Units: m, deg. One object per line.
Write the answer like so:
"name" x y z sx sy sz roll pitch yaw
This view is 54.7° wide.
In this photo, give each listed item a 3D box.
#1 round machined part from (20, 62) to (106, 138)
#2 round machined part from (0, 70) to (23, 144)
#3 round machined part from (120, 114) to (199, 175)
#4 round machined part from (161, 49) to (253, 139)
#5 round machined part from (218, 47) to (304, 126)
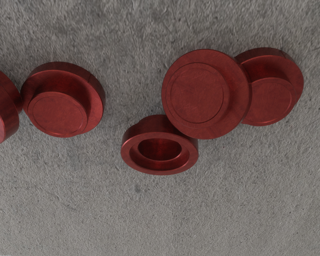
"round machined part" -0.118 -0.026 0.372 0.099 0.042 0.097 0 130 0
"round machined part" -0.198 -0.032 0.350 0.098 0.042 0.097 16 131 20
"round machined part" 0.000 0.019 0.405 0.099 0.042 0.097 2 141 2
"round machined part" 0.045 -0.035 0.332 0.098 0.042 0.097 4 99 25
"round machined part" 0.118 -0.040 0.363 0.099 0.042 0.097 0 130 0
